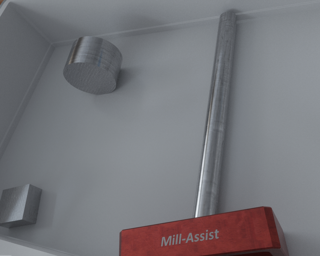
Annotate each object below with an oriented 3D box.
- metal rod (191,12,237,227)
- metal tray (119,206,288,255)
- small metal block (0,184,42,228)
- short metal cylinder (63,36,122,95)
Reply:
[{"bbox_3d":[0.072,-0.028,0.384,0.025,0.025,0.299,-2,60,27],"label":"metal rod"},{"bbox_3d":[0.041,0.106,0.276,0.130,0.090,0.030,-16,56,19],"label":"metal tray"},{"bbox_3d":[-0.200,0.111,0.440,0.050,0.025,0.050,-15,56,19],"label":"small metal block"},{"bbox_3d":[-0.103,-0.095,0.481,0.080,0.080,0.050,-5,60,25],"label":"short metal cylinder"}]
